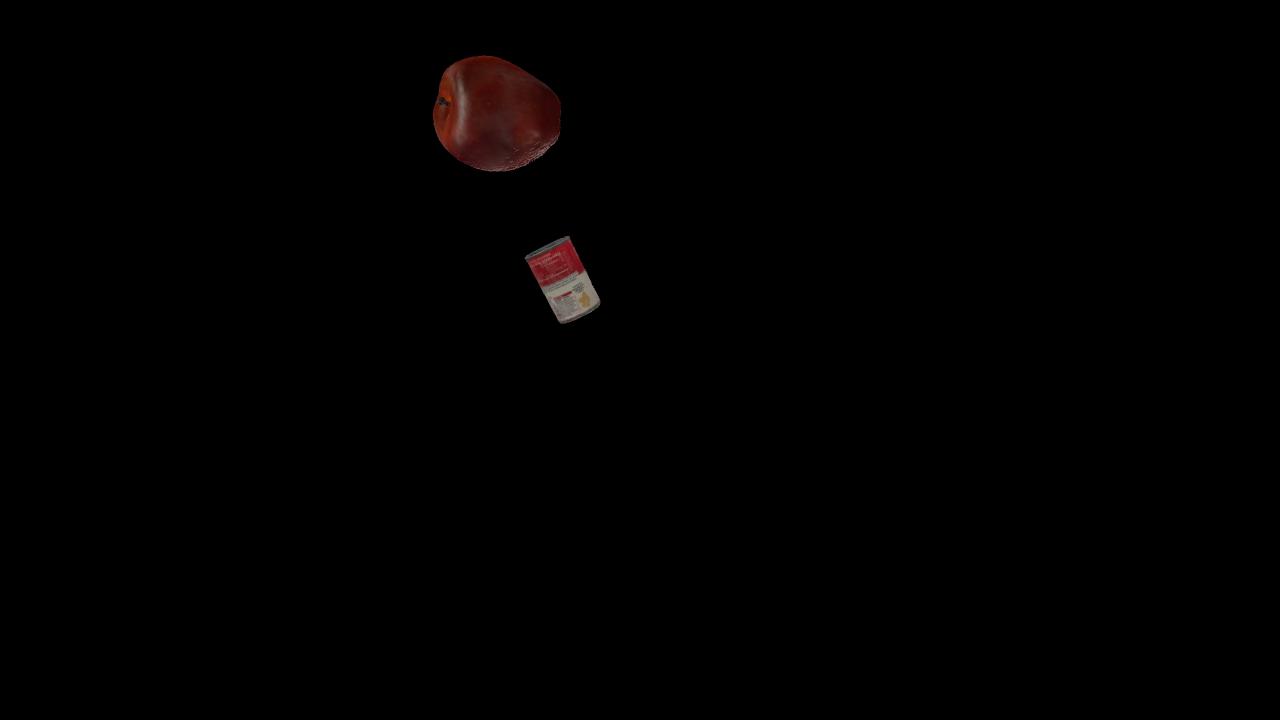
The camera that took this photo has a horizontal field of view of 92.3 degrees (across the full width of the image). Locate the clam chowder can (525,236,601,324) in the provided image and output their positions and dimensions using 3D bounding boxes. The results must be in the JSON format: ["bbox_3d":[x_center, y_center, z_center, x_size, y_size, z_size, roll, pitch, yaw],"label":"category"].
[{"bbox_3d":[-0.104,-0.109,0.843,0.068,0.102,0.068,-23,17,8],"label":"clam chowder can"}]

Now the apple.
[{"bbox_3d":[-0.104,-0.178,0.449,0.093,0.079,0.079,-6,4,-41],"label":"apple"}]
